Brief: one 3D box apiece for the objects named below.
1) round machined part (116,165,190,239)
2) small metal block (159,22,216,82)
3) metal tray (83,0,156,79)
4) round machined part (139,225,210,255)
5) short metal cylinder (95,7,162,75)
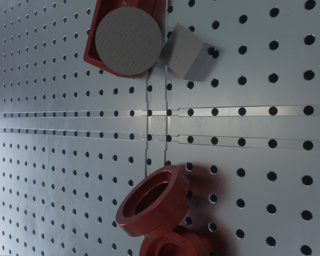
[{"bbox_3d":[-0.003,0.093,0.376,0.098,0.098,0.042,-31,105,36],"label":"round machined part"},{"bbox_3d":[0.032,-0.093,0.383,0.050,0.025,0.050,46,117,30],"label":"small metal block"},{"bbox_3d":[-0.062,-0.148,0.456,0.090,0.030,0.129,28,108,36],"label":"metal tray"},{"bbox_3d":[0.024,0.167,0.378,0.098,0.042,0.097,0,90,40],"label":"round machined part"},{"bbox_3d":[-0.038,-0.111,0.398,0.081,0.050,0.079,0,105,-1],"label":"short metal cylinder"}]
